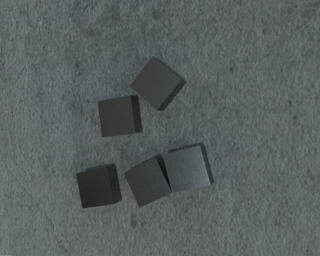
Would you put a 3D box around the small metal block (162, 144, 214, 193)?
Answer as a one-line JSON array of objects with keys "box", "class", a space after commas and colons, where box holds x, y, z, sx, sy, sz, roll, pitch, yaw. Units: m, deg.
[{"box": [0.036, 0.051, 0.396, 0.050, 0.025, 0.050, -16, 85, 19], "class": "small metal block"}]

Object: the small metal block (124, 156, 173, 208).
[{"box": [-0.012, 0.071, 0.412, 0.050, 0.025, 0.050, -28, 81, 17], "class": "small metal block"}]

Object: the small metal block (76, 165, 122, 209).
[{"box": [-0.086, 0.083, 0.438, 0.050, 0.025, 0.050, -13, 86, 19], "class": "small metal block"}]

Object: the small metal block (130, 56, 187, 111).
[{"box": [-0.002, -0.058, 0.409, 0.050, 0.025, 0.050, 42, 103, 14], "class": "small metal block"}]

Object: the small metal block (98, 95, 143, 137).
[{"box": [-0.055, -0.015, 0.427, 0.050, 0.025, 0.050, -8, 87, 19], "class": "small metal block"}]
